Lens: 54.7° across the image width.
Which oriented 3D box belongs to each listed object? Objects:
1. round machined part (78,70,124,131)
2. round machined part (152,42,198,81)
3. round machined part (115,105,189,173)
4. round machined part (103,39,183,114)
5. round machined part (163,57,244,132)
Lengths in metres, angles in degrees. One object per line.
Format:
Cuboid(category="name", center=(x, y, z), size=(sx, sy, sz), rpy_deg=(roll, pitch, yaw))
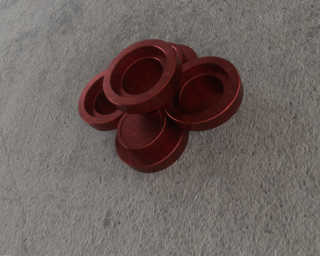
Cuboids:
Cuboid(category="round machined part", center=(-0.066, -0.038, 0.450), size=(0.098, 0.042, 0.098), rpy_deg=(-13, 56, 20))
Cuboid(category="round machined part", center=(0.007, -0.082, 0.440), size=(0.098, 0.042, 0.098), rpy_deg=(-13, 56, 20))
Cuboid(category="round machined part", center=(-0.016, 0.005, 0.398), size=(0.098, 0.042, 0.098), rpy_deg=(-13, 56, 20))
Cuboid(category="round machined part", center=(-0.018, -0.059, 0.384), size=(0.098, 0.042, 0.098), rpy_deg=(-13, 57, 21))
Cuboid(category="round machined part", center=(0.055, -0.038, 0.388), size=(0.098, 0.042, 0.098), rpy_deg=(-13, 56, 20))
